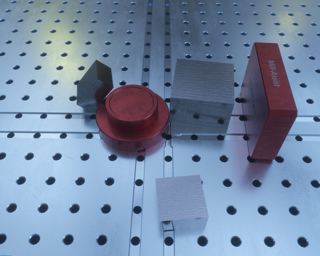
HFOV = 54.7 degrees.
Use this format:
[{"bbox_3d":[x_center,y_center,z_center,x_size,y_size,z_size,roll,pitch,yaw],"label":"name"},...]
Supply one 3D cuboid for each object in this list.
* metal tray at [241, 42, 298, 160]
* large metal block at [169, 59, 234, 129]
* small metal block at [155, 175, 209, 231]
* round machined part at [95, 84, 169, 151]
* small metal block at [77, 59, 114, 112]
[{"bbox_3d":[0.133,-0.036,0.397,0.030,0.089,0.130,3,50,2],"label":"metal tray"},{"bbox_3d":[0.058,-0.049,0.433,0.080,0.050,0.080,7,50,5],"label":"large metal block"},{"bbox_3d":[0.022,0.081,0.340,0.050,0.025,0.050,-4,50,-4],"label":"small metal block"},{"bbox_3d":[-0.037,-0.021,0.413,0.099,0.042,0.098,0,50,0],"label":"round machined part"},{"bbox_3d":[-0.092,-0.059,0.433,0.025,0.050,0.050,28,30,-33],"label":"small metal block"}]
